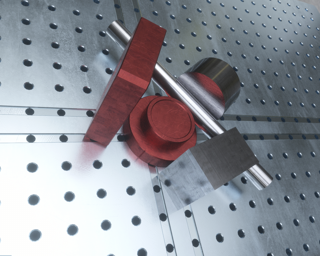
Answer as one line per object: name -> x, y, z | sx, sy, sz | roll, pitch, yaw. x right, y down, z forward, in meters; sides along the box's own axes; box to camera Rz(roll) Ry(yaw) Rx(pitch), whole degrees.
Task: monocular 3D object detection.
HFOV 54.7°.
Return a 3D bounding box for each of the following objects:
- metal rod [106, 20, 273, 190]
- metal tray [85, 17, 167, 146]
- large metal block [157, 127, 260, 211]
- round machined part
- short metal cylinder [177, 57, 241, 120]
metal rod -> 0.038, -0.033, 0.423 | 0.300, 0.025, 0.025 | 46, 51, 4
metal tray -> -0.041, -0.047, 0.349 | 0.030, 0.129, 0.090 | 25, 53, -14
large metal block -> 0.057, 0.049, 0.375 | 0.081, 0.080, 0.050 | -21, 73, -36
round machined part -> 0.006, -0.002, 0.403 | 0.099, 0.042, 0.098 | 14, 56, -21
short metal cylinder -> 0.067, -0.054, 0.442 | 0.080, 0.080, 0.050 | 45, 51, 2
